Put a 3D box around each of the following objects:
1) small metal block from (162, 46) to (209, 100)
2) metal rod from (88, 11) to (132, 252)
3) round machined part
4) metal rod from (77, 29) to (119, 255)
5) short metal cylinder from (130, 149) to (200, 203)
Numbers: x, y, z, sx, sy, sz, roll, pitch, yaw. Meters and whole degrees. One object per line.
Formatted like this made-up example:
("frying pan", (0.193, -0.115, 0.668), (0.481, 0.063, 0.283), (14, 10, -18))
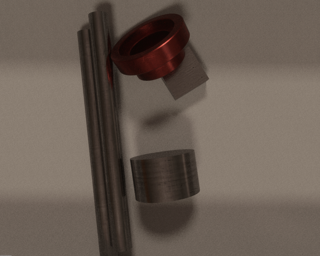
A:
("small metal block", (0.029, -0.072, 0.412), (0.050, 0.025, 0.050), (-32, 91, -1))
("metal rod", (-0.063, 0.005, 0.394), (0.025, 0.025, 0.298), (-6, 90, -1))
("round machined part", (-0.008, -0.096, 0.384), (0.098, 0.098, 0.042), (-33, 126, -1))
("metal rod", (-0.082, 0.022, 0.410), (0.025, 0.025, 0.298), (-6, 90, -1))
("short metal cylinder", (0.006, 0.057, 0.384), (0.081, 0.080, 0.050), (-8, 90, 0))
